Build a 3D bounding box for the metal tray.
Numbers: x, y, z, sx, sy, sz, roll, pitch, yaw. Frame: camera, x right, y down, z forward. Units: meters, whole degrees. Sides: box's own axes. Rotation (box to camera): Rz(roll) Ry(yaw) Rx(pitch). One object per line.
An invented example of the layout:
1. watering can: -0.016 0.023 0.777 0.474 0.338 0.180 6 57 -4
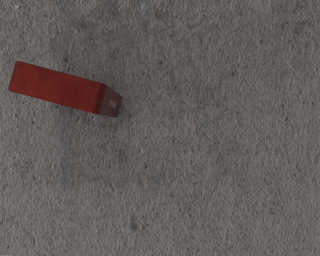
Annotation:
1. metal tray: -0.098 -0.039 0.357 0.090 0.130 0.030 15 90 0
